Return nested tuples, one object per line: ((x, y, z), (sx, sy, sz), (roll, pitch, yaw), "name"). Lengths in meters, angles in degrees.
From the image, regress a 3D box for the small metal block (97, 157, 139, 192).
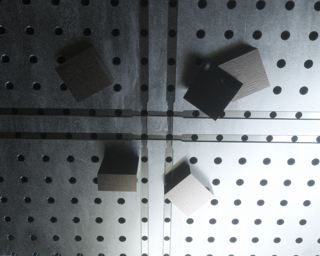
((-0.055, 0.062, 0.422), (0.050, 0.050, 0.025), (2, 110, -1), "small metal block")

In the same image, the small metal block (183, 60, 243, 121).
((0.064, -0.045, 0.380), (0.050, 0.025, 0.050), (36, 133, 7), "small metal block")

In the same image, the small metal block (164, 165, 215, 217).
((0.041, 0.091, 0.447), (0.050, 0.025, 0.050), (-42, 105, 14), "small metal block")

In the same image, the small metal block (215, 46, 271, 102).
((0.103, -0.068, 0.389), (0.050, 0.025, 0.050), (-23, 109, 8), "small metal block")

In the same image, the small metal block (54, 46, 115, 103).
((-0.093, -0.067, 0.388), (0.050, 0.025, 0.050), (-28, 108, 9), "small metal block")
